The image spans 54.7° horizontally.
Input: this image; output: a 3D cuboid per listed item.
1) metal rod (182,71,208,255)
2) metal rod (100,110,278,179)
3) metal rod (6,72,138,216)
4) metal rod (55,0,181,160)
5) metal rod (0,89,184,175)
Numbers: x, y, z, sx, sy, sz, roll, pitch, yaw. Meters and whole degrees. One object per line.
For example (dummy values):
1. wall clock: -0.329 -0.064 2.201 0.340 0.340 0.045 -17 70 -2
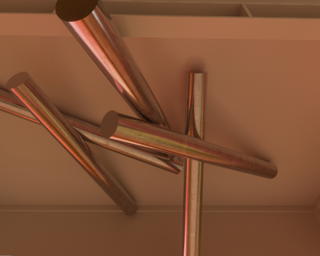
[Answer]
1. metal rod: 0.043 0.078 0.399 0.025 0.025 0.298 0 106 0
2. metal rod: 0.062 0.031 0.366 0.302 0.025 0.025 18 131 -43
3. metal rod: -0.096 0.044 0.418 0.025 0.025 0.299 -15 137 12
4. metal rod: -0.011 -0.017 0.304 0.025 0.025 0.300 -12 158 9
5. metal rod: -0.104 0.003 0.409 0.302 0.025 0.025 22 127 -19
